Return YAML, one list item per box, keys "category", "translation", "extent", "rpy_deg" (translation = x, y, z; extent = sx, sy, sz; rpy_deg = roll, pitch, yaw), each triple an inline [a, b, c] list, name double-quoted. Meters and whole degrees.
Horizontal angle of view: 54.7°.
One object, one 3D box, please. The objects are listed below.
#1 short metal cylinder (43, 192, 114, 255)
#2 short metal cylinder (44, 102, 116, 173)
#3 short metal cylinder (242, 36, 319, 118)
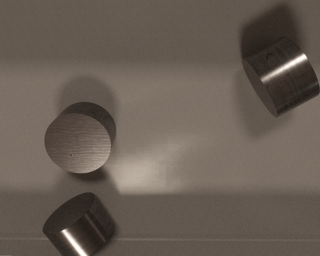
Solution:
- category: "short metal cylinder"
  translation: [-0.112, 0.136, 0.430]
  extent: [0.080, 0.080, 0.050]
  rpy_deg: [-26, 108, 9]
- category: "short metal cylinder"
  translation: [-0.100, 0.011, 0.401]
  extent: [0.081, 0.050, 0.079]
  rpy_deg: [0, 110, -1]
- category: "short metal cylinder"
  translation: [0.139, -0.059, 0.362]
  extent: [0.050, 0.080, 0.080]
  rpy_deg: [-30, 108, 10]
